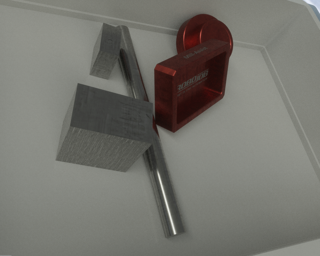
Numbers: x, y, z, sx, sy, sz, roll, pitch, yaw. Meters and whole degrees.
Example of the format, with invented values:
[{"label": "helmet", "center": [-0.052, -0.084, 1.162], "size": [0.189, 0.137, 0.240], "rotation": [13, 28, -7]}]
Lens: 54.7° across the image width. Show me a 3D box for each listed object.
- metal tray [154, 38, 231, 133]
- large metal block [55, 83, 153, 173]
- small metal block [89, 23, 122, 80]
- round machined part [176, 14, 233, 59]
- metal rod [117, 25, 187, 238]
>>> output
[{"label": "metal tray", "center": [0.047, -0.061, 0.427], "size": [0.030, 0.089, 0.131], "rotation": [26, 43, 32]}, {"label": "large metal block", "center": [-0.061, 0.004, 0.336], "size": [0.081, 0.080, 0.050], "rotation": [14, 56, -21]}, {"label": "small metal block", "center": [-0.073, -0.102, 0.413], "size": [0.025, 0.050, 0.050], "rotation": [14, 56, -21]}, {"label": "round machined part", "center": [0.078, -0.134, 0.495], "size": [0.099, 0.042, 0.097], "rotation": [0, 89, -32]}, {"label": "metal rod", "center": [-0.020, -0.013, 0.403], "size": [0.025, 0.025, 0.299], "rotation": [-2, 63, -30]}]
